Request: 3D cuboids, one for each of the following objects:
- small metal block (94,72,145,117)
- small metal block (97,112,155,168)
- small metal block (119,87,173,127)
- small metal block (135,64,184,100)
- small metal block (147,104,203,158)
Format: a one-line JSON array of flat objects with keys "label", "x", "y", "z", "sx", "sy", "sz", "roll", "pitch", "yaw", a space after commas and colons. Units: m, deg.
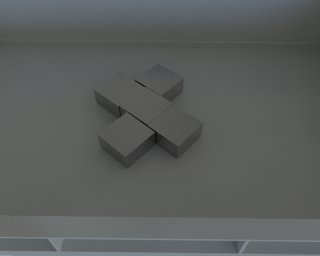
[{"label": "small metal block", "x": -0.057, "y": -0.047, "z": 0.442, "sx": 0.050, "sy": 0.025, "sz": 0.050, "roll": 34, "pitch": 58, "yaw": 25}, {"label": "small metal block", "x": -0.042, "y": 0.014, "z": 0.391, "sx": 0.050, "sy": 0.025, "sz": 0.050, "roll": 35, "pitch": 59, "yaw": 26}, {"label": "small metal block", "x": -0.018, "y": -0.023, "z": 0.420, "sx": 0.050, "sy": 0.025, "sz": 0.050, "roll": 34, "pitch": 58, "yaw": 25}, {"label": "small metal block", "x": -0.001, "y": -0.063, "z": 0.455, "sx": 0.050, "sy": 0.025, "sz": 0.050, "roll": 34, "pitch": 57, "yaw": 25}, {"label": "small metal block", "x": 0.020, "y": 0.003, "z": 0.400, "sx": 0.050, "sy": 0.025, "sz": 0.050, "roll": 34, "pitch": 58, "yaw": 25}]
